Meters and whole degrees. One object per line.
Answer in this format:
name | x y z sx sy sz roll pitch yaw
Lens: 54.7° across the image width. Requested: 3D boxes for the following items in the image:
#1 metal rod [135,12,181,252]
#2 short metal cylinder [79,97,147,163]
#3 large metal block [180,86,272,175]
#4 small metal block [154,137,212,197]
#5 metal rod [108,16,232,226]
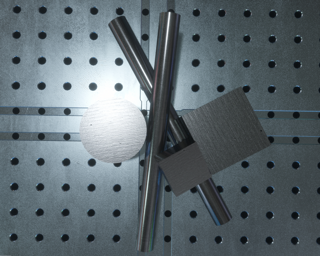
metal rod | -0.004 0.011 0.390 0.025 0.025 0.298 6 98 0
short metal cylinder | -0.057 0.002 0.397 0.081 0.050 0.079 0 90 -1
large metal block | 0.080 0.003 0.397 0.080 0.050 0.080 -27 90 0
small metal block | 0.028 0.047 0.378 0.050 0.025 0.050 -28 105 -8
metal rod | 0.014 -0.009 0.410 0.025 0.025 0.299 -28 91 0
